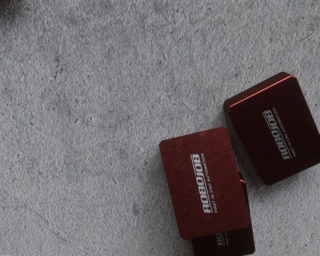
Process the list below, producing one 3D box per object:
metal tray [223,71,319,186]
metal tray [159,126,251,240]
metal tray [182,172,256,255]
[{"bbox_3d":[0.153,0.003,0.410,0.090,0.030,0.130,-28,108,9],"label":"metal tray"},{"bbox_3d":[0.057,0.071,0.407,0.090,0.030,0.129,-13,86,4],"label":"metal tray"},{"bbox_3d":[0.085,0.132,0.457,0.090,0.030,0.129,-12,110,4],"label":"metal tray"}]
